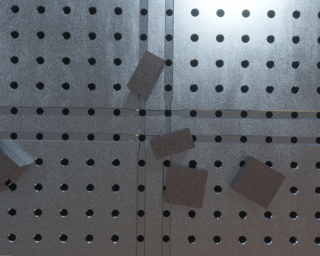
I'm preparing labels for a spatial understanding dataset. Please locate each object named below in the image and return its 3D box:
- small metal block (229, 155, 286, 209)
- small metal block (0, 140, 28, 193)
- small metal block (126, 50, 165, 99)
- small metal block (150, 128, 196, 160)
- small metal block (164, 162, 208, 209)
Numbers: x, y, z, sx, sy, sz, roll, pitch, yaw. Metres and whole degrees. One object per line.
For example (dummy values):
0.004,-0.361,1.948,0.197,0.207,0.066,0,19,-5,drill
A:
0.130,0.072,0.415,0.050,0.025,0.050,31,90,-1,small metal block
-0.216,0.052,0.411,0.050,0.025,0.050,42,90,-1,small metal block
-0.018,-0.067,0.401,0.025,0.050,0.050,29,90,0,small metal block
0.015,0.019,0.401,0.050,0.050,0.025,-17,90,0,small metal block
0.034,0.076,0.414,0.050,0.025,0.050,10,90,-1,small metal block
